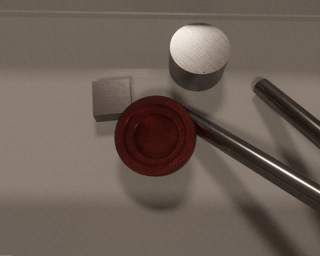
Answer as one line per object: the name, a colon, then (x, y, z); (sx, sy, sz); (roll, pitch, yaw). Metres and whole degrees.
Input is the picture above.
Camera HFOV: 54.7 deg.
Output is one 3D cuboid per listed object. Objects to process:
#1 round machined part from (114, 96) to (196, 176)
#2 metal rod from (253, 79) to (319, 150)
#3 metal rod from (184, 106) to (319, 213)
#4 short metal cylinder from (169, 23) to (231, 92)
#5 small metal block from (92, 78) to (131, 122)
round machined part: (-0.003, 0.012, 0.388); (0.098, 0.042, 0.098); (-2, 79, 10)
metal rod: (0.206, 0.034, 0.337); (0.025, 0.025, 0.300); (-26, 48, -10)
metal rod: (0.133, 0.052, 0.339); (0.300, 0.025, 0.025); (34, 72, 32)
short metal cylinder: (0.053, -0.098, 0.433); (0.081, 0.050, 0.080); (0, 70, 0)
small metal block: (-0.064, -0.038, 0.423); (0.050, 0.025, 0.050); (-5, 70, -3)
